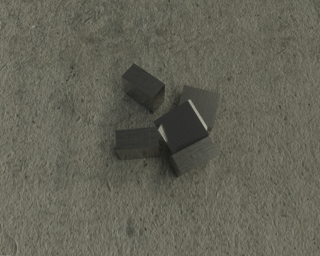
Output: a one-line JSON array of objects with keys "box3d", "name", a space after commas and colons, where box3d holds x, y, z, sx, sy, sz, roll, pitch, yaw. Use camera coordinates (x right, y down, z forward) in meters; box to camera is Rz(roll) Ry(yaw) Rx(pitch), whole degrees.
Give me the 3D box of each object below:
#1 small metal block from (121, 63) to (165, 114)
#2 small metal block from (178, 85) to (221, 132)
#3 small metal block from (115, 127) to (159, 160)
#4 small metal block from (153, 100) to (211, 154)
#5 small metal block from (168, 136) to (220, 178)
[{"box3d": [-0.021, -0.052, 0.413, 0.050, 0.050, 0.025, 35, 74, 12], "name": "small metal block"}, {"box3d": [0.050, -0.025, 0.417, 0.050, 0.025, 0.050, 15, 71, 5], "name": "small metal block"}, {"box3d": [-0.027, 0.021, 0.387, 0.050, 0.050, 0.025, -5, 70, -2], "name": "small metal block"}, {"box3d": [0.028, -0.001, 0.386, 0.050, 0.025, 0.050, -31, 90, 14], "name": "small metal block"}, {"box3d": [0.040, 0.037, 0.380, 0.050, 0.050, 0.025, -27, 80, -9], "name": "small metal block"}]
